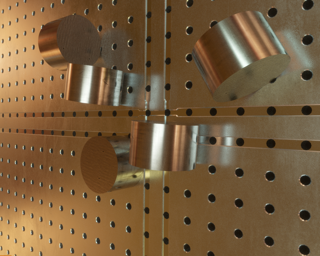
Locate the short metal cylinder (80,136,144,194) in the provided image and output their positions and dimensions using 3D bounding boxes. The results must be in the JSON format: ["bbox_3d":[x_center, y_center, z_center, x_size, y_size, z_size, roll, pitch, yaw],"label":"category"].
[{"bbox_3d":[-0.070,0.051,0.448,0.080,0.050,0.079,0,90,39],"label":"short metal cylinder"}]

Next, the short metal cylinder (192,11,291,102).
[{"bbox_3d":[0.079,-0.068,0.308,0.080,0.081,0.050,-36,68,34],"label":"short metal cylinder"}]

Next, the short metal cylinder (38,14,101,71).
[{"bbox_3d":[-0.141,-0.132,0.487,0.050,0.081,0.079,2,92,40],"label":"short metal cylinder"}]

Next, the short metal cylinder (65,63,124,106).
[{"bbox_3d":[-0.095,-0.062,0.449,0.080,0.081,0.050,13,99,39],"label":"short metal cylinder"}]

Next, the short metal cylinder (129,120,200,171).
[{"bbox_3d":[0.005,0.018,0.368,0.080,0.081,0.050,7,95,39],"label":"short metal cylinder"}]
